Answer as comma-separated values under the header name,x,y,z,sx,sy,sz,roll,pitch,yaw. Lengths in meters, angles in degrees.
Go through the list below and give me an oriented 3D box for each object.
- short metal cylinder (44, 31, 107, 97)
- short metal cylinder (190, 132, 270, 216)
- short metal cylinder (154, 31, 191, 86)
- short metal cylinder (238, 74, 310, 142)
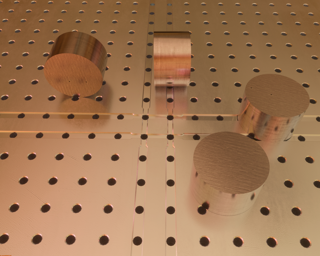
name,x,y,z,sx,sy,sz,roll,pitch,yaw
short metal cylinder,-0.119,-0.090,0.447,0.080,0.080,0.050,1,50,1
short metal cylinder,0.076,0.051,0.349,0.081,0.050,0.080,0,50,0
short metal cylinder,0.017,-0.101,0.457,0.050,0.080,0.080,0,50,0
short metal cylinder,0.150,-0.027,0.415,0.081,0.050,0.080,0,50,0
